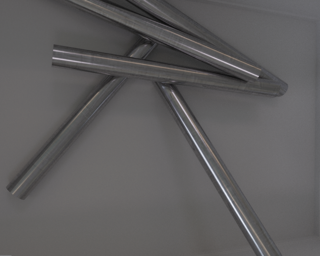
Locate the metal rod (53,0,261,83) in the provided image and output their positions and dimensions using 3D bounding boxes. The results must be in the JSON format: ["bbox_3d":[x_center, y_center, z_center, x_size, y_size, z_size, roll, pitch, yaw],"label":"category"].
[{"bbox_3d":[-0.015,-0.121,0.379,0.302,0.025,0.025,20,83,-10],"label":"metal rod"}]

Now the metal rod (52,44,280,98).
[{"bbox_3d":[0.024,-0.067,0.392,0.302,0.025,0.025,5,89,-21],"label":"metal rod"}]

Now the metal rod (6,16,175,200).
[{"bbox_3d":[-0.072,-0.041,0.383,0.025,0.025,0.300,42,77,-15],"label":"metal rod"}]

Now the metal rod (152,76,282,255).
[{"bbox_3d":[0.074,0.059,0.374,0.025,0.025,0.299,-25,74,-18],"label":"metal rod"}]

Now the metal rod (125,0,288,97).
[{"bbox_3d":[0.064,-0.116,0.414,0.302,0.025,0.025,24,82,-26],"label":"metal rod"}]
